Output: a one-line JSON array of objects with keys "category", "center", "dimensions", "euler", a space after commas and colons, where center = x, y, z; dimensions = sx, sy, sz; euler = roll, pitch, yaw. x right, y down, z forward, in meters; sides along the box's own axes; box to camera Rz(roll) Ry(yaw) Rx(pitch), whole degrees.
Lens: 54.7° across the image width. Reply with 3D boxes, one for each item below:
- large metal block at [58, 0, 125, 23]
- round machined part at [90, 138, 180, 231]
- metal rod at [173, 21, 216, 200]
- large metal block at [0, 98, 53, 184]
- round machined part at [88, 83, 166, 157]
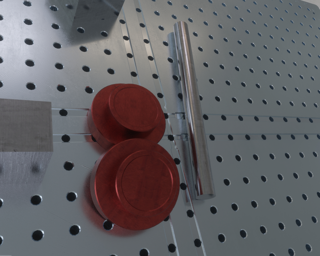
[{"category": "large metal block", "center": [-0.108, -0.209, 0.461], "dimensions": [0.081, 0.050, 0.080], "euler": [-24, 75, -37]}, {"category": "round machined part", "center": [-0.021, 0.059, 0.332], "dimensions": [0.099, 0.042, 0.098], "euler": [5, 77, -25]}, {"category": "metal rod", "center": [0.046, -0.044, 0.459], "dimensions": [0.025, 0.025, 0.299], "euler": [9, 58, -23]}, {"category": "large metal block", "center": [-0.147, 0.015, 0.284], "dimensions": [0.081, 0.080, 0.050], "euler": [2, 61, -27]}, {"category": "round machined part", "center": [-0.037, -0.016, 0.387], "dimensions": [0.099, 0.042, 0.098], "euler": [14, 56, -21]}]
